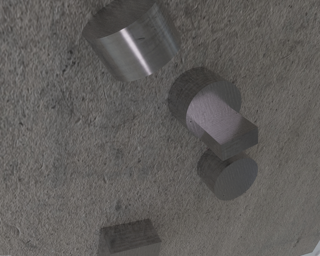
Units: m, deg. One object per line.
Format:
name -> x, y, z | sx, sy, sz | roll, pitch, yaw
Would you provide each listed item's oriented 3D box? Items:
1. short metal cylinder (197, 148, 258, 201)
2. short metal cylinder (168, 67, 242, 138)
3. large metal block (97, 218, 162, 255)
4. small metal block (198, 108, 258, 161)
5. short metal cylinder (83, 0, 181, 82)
short metal cylinder -> 0.106, 0.067, 0.490 | 0.081, 0.050, 0.079 | -14, 124, -21
short metal cylinder -> 0.057, -0.033, 0.402 | 0.081, 0.050, 0.079 | -14, 124, -21
large metal block -> -0.050, 0.196, 0.485 | 0.081, 0.050, 0.079 | -3, 120, -27
small metal block -> 0.082, 0.007, 0.375 | 0.050, 0.050, 0.025 | -24, 128, -14
short metal cylinder -> -0.026, -0.091, 0.301 | 0.080, 0.080, 0.050 | -37, 129, -4
